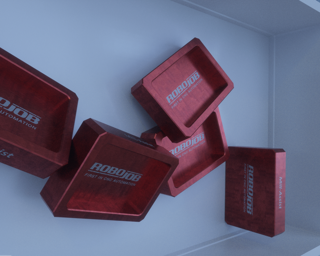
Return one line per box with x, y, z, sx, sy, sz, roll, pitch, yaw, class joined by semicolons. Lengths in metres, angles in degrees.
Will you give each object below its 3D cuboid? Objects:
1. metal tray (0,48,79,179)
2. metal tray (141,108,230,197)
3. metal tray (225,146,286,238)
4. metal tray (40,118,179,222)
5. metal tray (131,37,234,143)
-0.136;-0.022;0.261;0.130;0.030;0.090;33;37;-36;metal tray
0.041;0.027;0.439;0.131;0.030;0.089;-26;107;-37;metal tray
0.149;0.095;0.492;0.030;0.090;0.129;1;89;-40;metal tray
-0.045;0.051;0.327;0.131;0.030;0.090;26;97;-51;metal tray
0.035;-0.053;0.410;0.090;0.030;0.131;51;53;-8;metal tray
